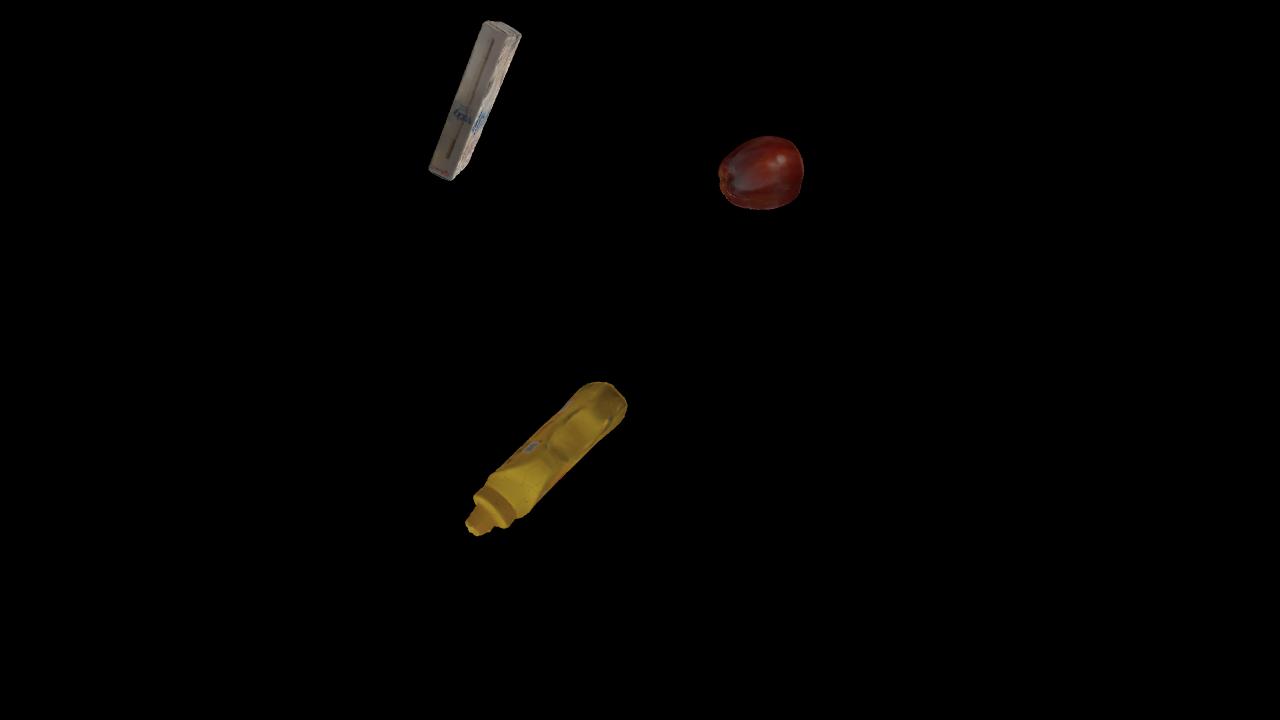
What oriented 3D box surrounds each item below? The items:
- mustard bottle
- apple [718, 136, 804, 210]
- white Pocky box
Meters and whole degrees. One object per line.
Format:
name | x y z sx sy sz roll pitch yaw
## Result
mustard bottle | -0.094 0.097 0.589 0.184 0.054 0.092 -44 10 -34
apple | 0.132 -0.203 0.664 0.093 0.079 0.079 -14 1 -5
white Pocky box | -0.169 -0.265 0.629 0.028 0.154 0.084 25 25 -15
